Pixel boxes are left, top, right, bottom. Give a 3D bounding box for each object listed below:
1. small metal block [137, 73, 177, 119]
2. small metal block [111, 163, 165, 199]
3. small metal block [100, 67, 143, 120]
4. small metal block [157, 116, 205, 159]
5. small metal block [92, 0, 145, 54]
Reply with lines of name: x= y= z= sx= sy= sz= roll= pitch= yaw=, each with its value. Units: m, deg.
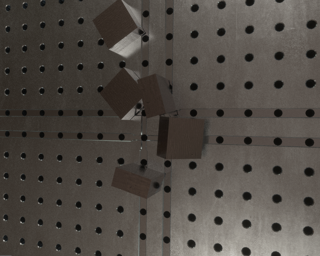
small metal block: x=-0.002 y=-0.039 z=0.399 sx=0.025 sy=0.050 sz=0.050 roll=-16 pitch=85 yaw=19
small metal block: x=-0.028 y=0.068 z=0.408 sx=0.050 sy=0.050 sz=0.025 roll=16 pitch=96 yaw=19
small metal block: x=-0.046 y=-0.046 z=0.426 sx=0.050 sy=0.025 sz=0.050 roll=-44 pitch=75 yaw=16
small metal block: x=0.026 y=0.012 z=0.387 sx=0.025 sy=0.050 sz=0.050 roll=12 pitch=99 yaw=62
small metal block: x=-0.058 y=-0.141 z=0.432 sx=0.050 sy=0.025 sz=0.050 roll=-33 pitch=80 yaw=16
